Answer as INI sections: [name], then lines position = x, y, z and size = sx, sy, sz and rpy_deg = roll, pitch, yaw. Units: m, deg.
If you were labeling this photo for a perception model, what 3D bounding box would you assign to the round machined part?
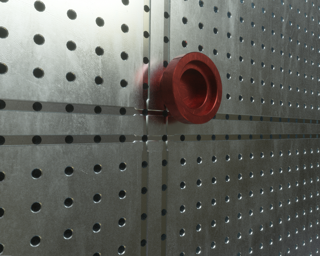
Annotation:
[round machined part]
position = 0.040, -0.054, 0.433
size = 0.099, 0.042, 0.097
rpy_deg = 0, 90, -40
